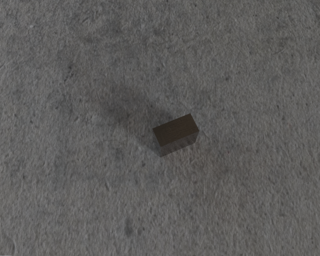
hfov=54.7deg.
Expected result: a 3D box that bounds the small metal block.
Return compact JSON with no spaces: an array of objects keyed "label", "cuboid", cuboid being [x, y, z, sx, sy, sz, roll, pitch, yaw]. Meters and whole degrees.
[{"label":"small metal block","cuboid":[0.019,0.010,0.391,0.050,0.050,0.025,-22,72,-8]}]
